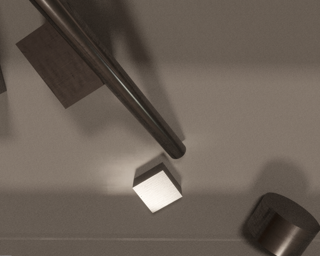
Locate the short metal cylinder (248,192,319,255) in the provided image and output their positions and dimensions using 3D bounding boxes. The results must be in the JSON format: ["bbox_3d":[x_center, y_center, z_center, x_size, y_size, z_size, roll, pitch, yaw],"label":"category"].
[{"bbox_3d":[0.172,0.136,0.435,0.080,0.080,0.050,22,109,-8],"label":"short metal cylinder"}]

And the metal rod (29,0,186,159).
[{"bbox_3d":[-0.047,-0.052,0.324,0.025,0.025,0.300,-31,134,10],"label":"metal rod"}]

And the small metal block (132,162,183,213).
[{"bbox_3d":[-0.003,0.085,0.443,0.050,0.025,0.050,-32,107,10],"label":"small metal block"}]

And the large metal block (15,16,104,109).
[{"bbox_3d":[-0.101,-0.078,0.352,0.050,0.080,0.080,-31,108,10],"label":"large metal block"}]

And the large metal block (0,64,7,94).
[{"bbox_3d":[-0.228,-0.070,0.353,0.050,0.080,0.079,-4,110,1],"label":"large metal block"}]
